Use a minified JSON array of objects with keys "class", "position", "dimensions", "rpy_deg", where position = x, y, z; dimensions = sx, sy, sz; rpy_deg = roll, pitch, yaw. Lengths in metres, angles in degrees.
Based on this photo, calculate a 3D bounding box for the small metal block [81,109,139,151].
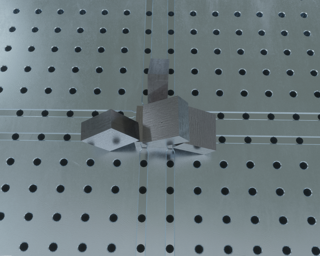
[{"class":"small metal block","position":[-0.062,0.004,0.386],"dimensions":[0.050,0.050,0.025],"rpy_deg":[-21,61,29]}]

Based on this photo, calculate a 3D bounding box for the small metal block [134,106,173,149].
[{"class":"small metal block","position":[-0.006,-0.001,0.412],"dimensions":[0.050,0.025,0.050],"rpy_deg":[2,70,1]}]

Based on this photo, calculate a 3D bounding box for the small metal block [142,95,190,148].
[{"class":"small metal block","position":[0.007,-0.006,0.375],"dimensions":[0.050,0.025,0.050],"rpy_deg":[-13,66,30]}]

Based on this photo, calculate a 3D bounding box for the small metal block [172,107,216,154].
[{"class":"small metal block","position":[0.045,0.003,0.399],"dimensions":[0.050,0.025,0.050],"rpy_deg":[14,67,-28]}]

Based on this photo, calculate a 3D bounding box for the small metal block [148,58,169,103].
[{"class":"small metal block","position":[-0.002,-0.058,0.409],"dimensions":[0.025,0.050,0.050],"rpy_deg":[3,34,2]}]
